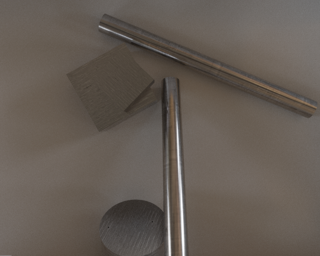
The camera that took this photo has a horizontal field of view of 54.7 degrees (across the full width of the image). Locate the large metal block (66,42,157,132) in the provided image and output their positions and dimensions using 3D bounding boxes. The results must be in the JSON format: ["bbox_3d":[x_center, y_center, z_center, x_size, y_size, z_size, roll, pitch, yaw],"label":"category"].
[{"bbox_3d":[-0.058,-0.050,0.398,0.080,0.050,0.080,-29,90,0],"label":"large metal block"}]

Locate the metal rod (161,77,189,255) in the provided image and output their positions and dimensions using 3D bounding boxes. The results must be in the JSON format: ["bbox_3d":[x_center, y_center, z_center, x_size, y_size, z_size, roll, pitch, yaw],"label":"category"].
[{"bbox_3d":[0.016,0.072,0.346,0.025,0.025,0.299,-1,63,0],"label":"metal rod"}]

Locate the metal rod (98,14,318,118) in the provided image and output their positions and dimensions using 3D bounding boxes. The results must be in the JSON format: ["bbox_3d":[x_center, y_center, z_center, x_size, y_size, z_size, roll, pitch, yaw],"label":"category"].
[{"bbox_3d":[0.063,-0.082,0.412,0.301,0.025,0.025,22,90,-1],"label":"metal rod"}]

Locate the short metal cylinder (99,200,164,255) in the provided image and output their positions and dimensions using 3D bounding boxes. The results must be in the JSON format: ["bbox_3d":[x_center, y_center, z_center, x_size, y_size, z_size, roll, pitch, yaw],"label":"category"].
[{"bbox_3d":[-0.031,0.135,0.377,0.081,0.080,0.050,1,125,-1],"label":"short metal cylinder"}]

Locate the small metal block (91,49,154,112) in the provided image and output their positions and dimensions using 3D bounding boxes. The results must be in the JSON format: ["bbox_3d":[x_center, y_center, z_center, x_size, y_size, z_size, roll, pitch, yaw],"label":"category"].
[{"bbox_3d":[-0.042,-0.054,0.361,0.050,0.025,0.050,44,90,-1],"label":"small metal block"}]
